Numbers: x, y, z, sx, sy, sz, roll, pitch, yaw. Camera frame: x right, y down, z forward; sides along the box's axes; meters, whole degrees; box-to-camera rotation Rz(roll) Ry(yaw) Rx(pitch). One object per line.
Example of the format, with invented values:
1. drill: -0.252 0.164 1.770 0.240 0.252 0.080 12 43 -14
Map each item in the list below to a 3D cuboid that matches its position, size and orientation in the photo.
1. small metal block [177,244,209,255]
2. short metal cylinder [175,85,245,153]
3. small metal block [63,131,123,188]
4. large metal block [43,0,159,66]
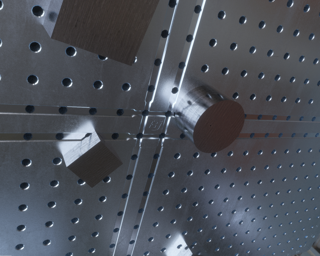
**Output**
1. small metal block: 0.059 0.258 0.606 0.050 0.025 0.050 27 104 -38
2. short metal cylinder: 0.068 -0.012 0.427 0.081 0.050 0.079 -14 125 -21
3. small metal block: -0.084 0.040 0.391 0.050 0.025 0.050 -38 130 -3
4. large metal block: -0.055 -0.115 0.294 0.081 0.050 0.079 13 112 -34
